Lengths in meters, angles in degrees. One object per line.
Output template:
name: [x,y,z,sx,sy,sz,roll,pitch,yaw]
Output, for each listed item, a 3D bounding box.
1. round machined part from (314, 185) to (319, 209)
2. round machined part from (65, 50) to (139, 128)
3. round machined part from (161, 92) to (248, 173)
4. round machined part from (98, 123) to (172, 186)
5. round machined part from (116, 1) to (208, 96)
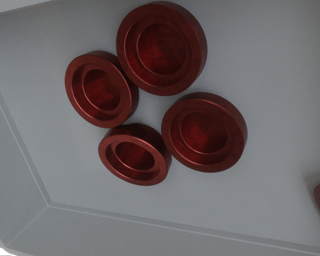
round machined part: [0.211,0.093,0.321,0.042,0.098,0.098,-29,106,0]
round machined part: [-0.070,-0.052,0.399,0.098,0.042,0.097,13,122,21]
round machined part: [0.055,0.002,0.369,0.098,0.042,0.097,13,124,20]
round machined part: [-0.031,0.032,0.424,0.098,0.042,0.097,12,134,13]
round machined part: [0.005,-0.088,0.340,0.098,0.042,0.097,13,124,20]
